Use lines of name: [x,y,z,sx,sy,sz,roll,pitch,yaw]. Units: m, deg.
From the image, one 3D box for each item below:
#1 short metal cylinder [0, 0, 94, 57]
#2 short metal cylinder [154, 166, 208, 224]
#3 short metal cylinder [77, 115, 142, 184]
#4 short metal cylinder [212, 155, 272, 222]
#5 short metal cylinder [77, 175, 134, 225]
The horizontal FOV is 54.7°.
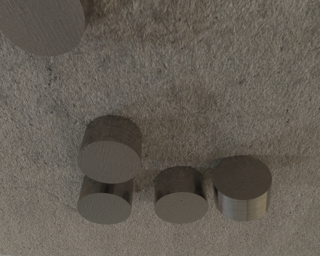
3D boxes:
short metal cylinder: [-0.107,-0.115,0.291,0.081,0.050,0.079,0,130,0]
short metal cylinder: [0.032,0.104,0.480,0.081,0.050,0.079,0,130,0]
short metal cylinder: [-0.065,0.029,0.415,0.081,0.050,0.079,0,130,0]
short metal cylinder: [0.117,0.085,0.445,0.080,0.080,0.050,-7,130,6]
short metal cylinder: [-0.083,0.105,0.480,0.081,0.050,0.079,0,130,0]
